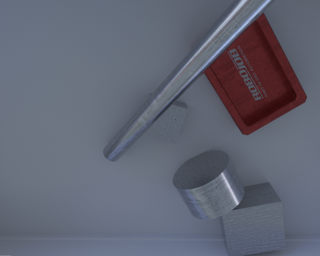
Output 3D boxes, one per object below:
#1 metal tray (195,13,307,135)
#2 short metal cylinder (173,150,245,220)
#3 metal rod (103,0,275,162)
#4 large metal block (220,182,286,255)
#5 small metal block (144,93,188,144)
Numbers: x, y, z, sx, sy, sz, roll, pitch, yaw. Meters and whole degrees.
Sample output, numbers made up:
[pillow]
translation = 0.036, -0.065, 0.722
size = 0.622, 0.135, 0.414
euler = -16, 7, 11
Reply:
[metal tray]
translation = 0.110, -0.066, 0.385
size = 0.090, 0.030, 0.130
euler = -32, 107, 10
[short metal cylinder]
translation = 0.064, 0.074, 0.410
size = 0.080, 0.080, 0.050
euler = -27, 108, 9
[metal rod]
translation = 0.016, -0.045, 0.331
size = 0.025, 0.025, 0.298
euler = 35, 131, -13
[large metal block]
translation = 0.130, 0.133, 0.449
size = 0.080, 0.050, 0.079
euler = -11, 110, 3
[small metal block]
translation = 0.004, -0.013, 0.407
size = 0.050, 0.025, 0.050
euler = 16, 109, -6
